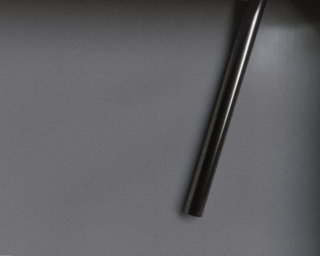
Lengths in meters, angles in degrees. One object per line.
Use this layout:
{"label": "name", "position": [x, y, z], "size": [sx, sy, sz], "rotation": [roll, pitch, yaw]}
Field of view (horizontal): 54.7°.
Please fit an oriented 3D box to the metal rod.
{"label": "metal rod", "position": [0.087, -0.029, 0.412], "size": [0.025, 0.025, 0.298], "rotation": [17, 90, -1]}
